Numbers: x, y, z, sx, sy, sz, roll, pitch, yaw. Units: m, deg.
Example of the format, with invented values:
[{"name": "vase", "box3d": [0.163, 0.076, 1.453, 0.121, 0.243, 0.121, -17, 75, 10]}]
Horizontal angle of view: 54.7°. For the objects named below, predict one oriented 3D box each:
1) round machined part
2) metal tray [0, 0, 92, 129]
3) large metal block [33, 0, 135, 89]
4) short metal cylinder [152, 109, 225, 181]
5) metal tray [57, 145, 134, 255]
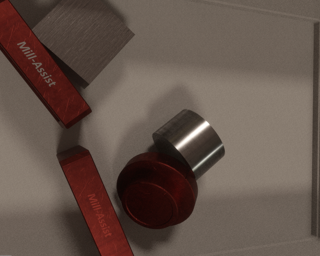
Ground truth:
[{"name": "round machined part", "box3d": [-0.007, 0.081, 0.371, 0.098, 0.042, 0.097, 7, 118, 14]}, {"name": "metal tray", "box3d": [-0.129, -0.059, 0.328, 0.030, 0.090, 0.130, -39, 103, -16]}, {"name": "large metal block", "box3d": [-0.091, -0.104, 0.364, 0.080, 0.050, 0.080, 42, 77, -16]}, {"name": "short metal cylinder", "box3d": [0.035, 0.023, 0.396, 0.050, 0.080, 0.080, -39, 103, -16]}, {"name": "metal tray", "box3d": [-0.075, 0.086, 0.349, 0.030, 0.090, 0.129, -24, 98, -19]}]
